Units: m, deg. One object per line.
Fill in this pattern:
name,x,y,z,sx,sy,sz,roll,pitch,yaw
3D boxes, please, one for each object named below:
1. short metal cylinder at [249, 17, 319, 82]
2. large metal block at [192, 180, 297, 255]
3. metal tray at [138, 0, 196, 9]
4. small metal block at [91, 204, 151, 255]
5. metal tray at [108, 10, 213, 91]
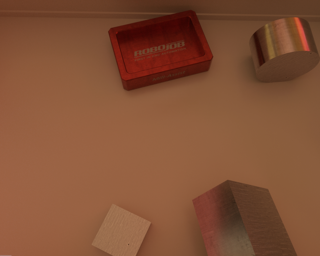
short metal cylinder,0.167,-0.103,0.420,0.081,0.080,0.050,-5,70,-2
large metal block,0.089,0.107,0.327,0.080,0.050,0.080,19,44,-40
metal tray,0.018,-0.258,0.503,0.091,0.030,0.130,7,70,2
small metal block,-0.044,0.124,0.364,0.050,0.025,0.050,24,72,8
metal tray,0.000,-0.113,0.448,0.131,0.030,0.090,-15,71,-6
